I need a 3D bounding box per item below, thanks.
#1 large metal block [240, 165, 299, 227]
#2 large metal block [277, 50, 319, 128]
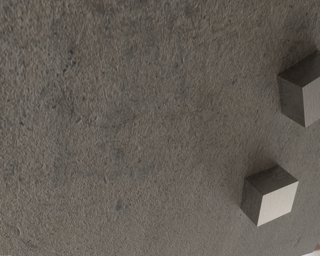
[{"bbox_3d":[0.202,0.126,0.579,0.081,0.050,0.079,-16,125,-20],"label":"large metal block"},{"bbox_3d":[0.236,-0.061,0.481,0.080,0.050,0.080,-32,129,-8],"label":"large metal block"}]
